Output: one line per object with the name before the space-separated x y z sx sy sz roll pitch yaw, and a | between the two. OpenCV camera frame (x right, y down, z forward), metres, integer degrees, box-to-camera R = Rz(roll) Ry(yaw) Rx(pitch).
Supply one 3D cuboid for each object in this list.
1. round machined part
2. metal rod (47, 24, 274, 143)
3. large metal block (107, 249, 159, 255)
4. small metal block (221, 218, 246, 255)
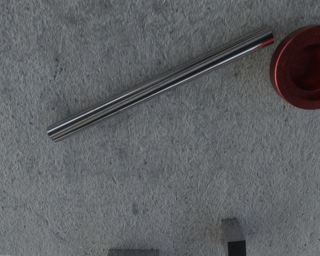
round machined part | 0.182 -0.074 0.375 0.099 0.042 0.097 0 110 0
metal rod | -0.006 -0.052 0.390 0.301 0.025 0.025 -24 109 8
large metal block | -0.042 0.239 0.484 0.081 0.050 0.079 1 110 -1
small metal block | 0.109 0.171 0.461 0.025 0.050 0.050 -7 110 2
